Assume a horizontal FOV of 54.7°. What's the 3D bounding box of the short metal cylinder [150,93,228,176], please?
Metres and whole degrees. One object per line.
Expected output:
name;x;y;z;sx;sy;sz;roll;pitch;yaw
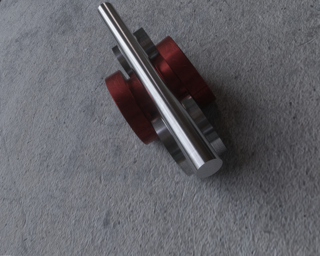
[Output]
short metal cylinder;0.032;0.007;0.347;0.050;0.080;0.080;-34;52;6

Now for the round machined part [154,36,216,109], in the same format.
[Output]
round machined part;0.024;-0.062;0.383;0.042;0.098;0.098;-37;51;9

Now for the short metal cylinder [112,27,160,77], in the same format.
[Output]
short metal cylinder;-0.024;-0.094;0.438;0.050;0.080;0.080;-34;52;6

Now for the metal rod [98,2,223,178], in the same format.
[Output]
metal rod;-0.018;-0.067;0.353;0.025;0.025;0.300;-34;52;5

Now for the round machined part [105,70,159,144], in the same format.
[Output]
round machined part;-0.024;-0.031;0.387;0.042;0.098;0.098;-32;52;3
